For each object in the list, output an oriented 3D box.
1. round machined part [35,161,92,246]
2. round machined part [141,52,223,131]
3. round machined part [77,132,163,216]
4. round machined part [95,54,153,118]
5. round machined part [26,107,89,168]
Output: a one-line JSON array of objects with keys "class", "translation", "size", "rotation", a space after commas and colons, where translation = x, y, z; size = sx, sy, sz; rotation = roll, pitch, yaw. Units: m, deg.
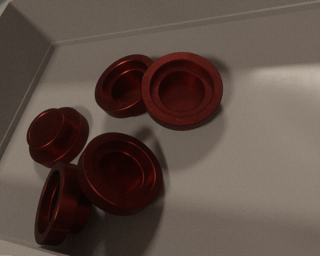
[{"class": "round machined part", "translation": [-0.115, 0.093, 0.378], "size": [0.098, 0.042, 0.098], "rotation": [-36, 44, 46]}, {"class": "round machined part", "translation": [0.027, -0.042, 0.390], "size": [0.099, 0.042, 0.098], "rotation": [-1, 72, 3]}, {"class": "round machined part", "translation": [-0.049, 0.056, 0.361], "size": [0.042, 0.099, 0.098], "rotation": [-50, 41, 40]}, {"class": "round machined part", "translation": [-0.042, -0.055, 0.449], "size": [0.098, 0.042, 0.098], "rotation": [-13, 56, 21]}, {"class": "round machined part", "translation": [-0.162, 0.009, 0.472], "size": [0.098, 0.042, 0.098], "rotation": [-13, 56, 20]}]
